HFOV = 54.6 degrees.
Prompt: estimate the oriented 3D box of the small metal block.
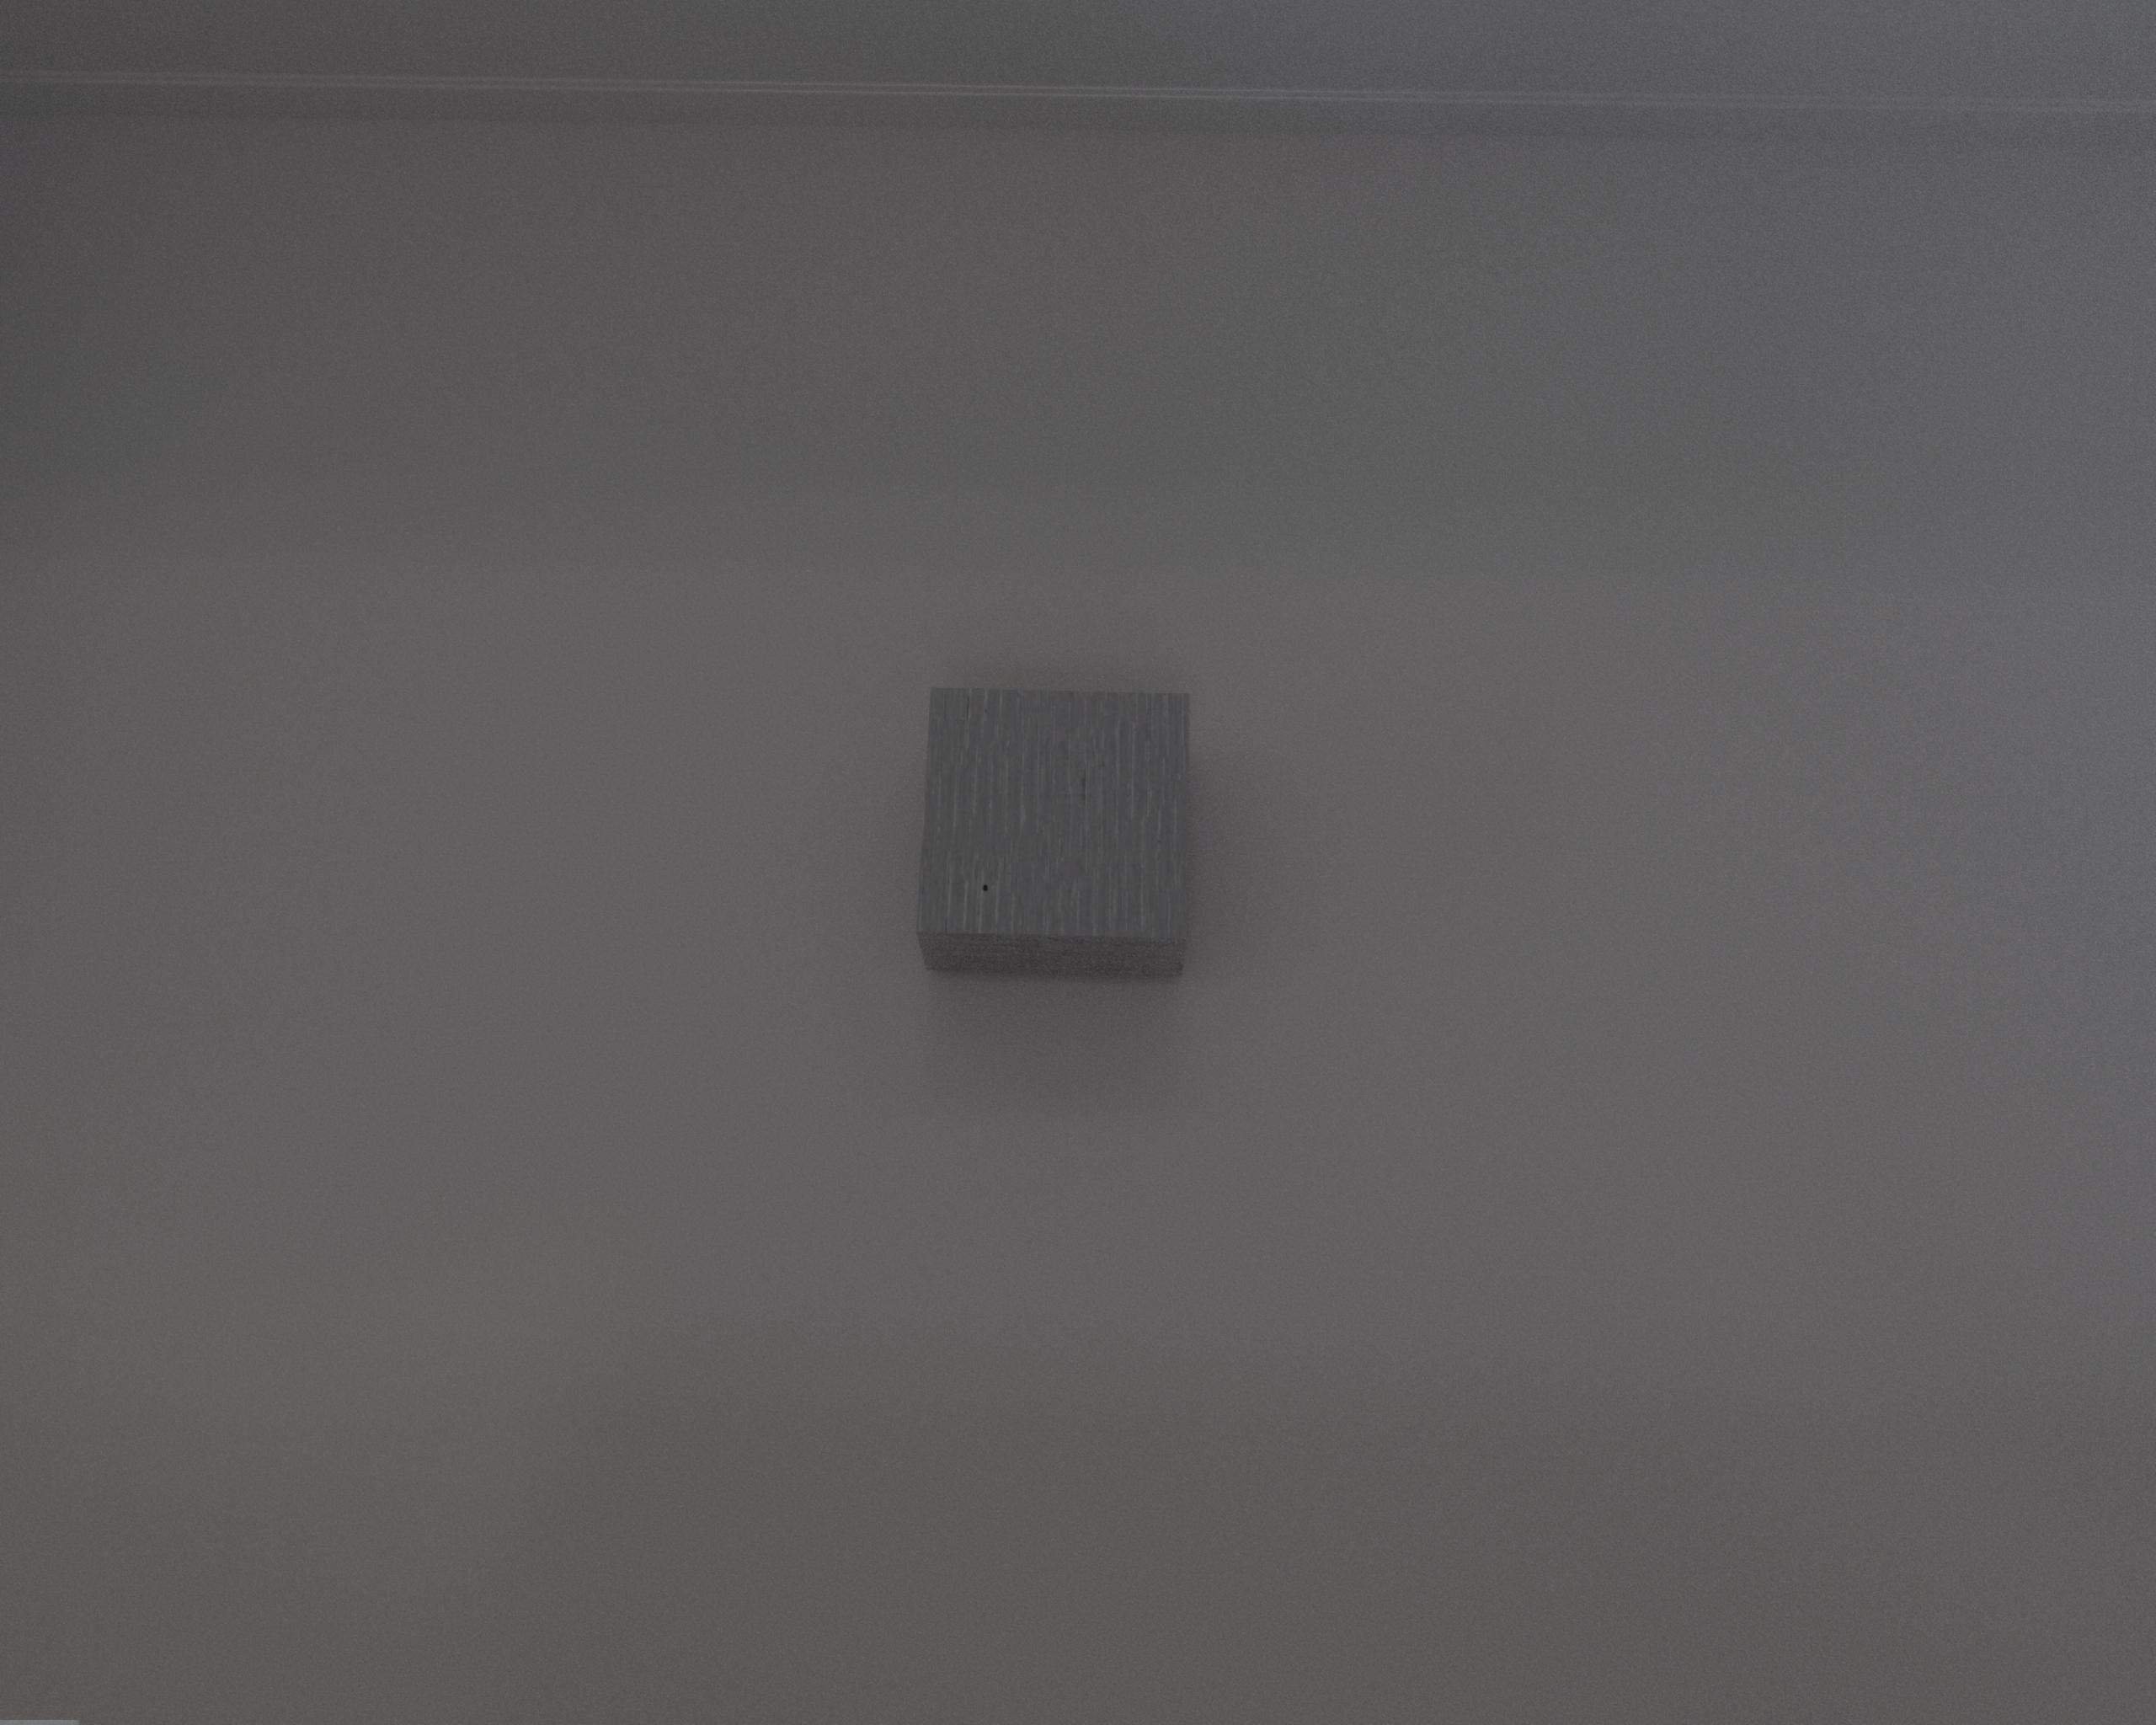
[{"bbox_3d":[-0.004,-0.006,0.408,0.050,0.025,0.050,2,70,1],"label":"small metal block"}]
